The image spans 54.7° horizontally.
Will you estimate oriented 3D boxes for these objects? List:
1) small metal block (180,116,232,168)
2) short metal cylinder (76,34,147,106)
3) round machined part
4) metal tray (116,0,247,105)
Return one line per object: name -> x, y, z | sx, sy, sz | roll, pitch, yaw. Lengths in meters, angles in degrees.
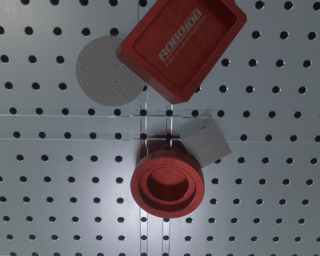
small metal block -> 0.062, 0.021, 0.422 | 0.050, 0.025, 0.050 | -30, 108, 10
short metal cylinder -> -0.055, -0.071, 0.373 | 0.081, 0.050, 0.079 | 0, 110, 0
round machined part -> 0.011, 0.073, 0.427 | 0.099, 0.042, 0.097 | 2, 114, 5
metal tray -> 0.026, -0.102, 0.342 | 0.090, 0.030, 0.130 | 39, 77, -14
